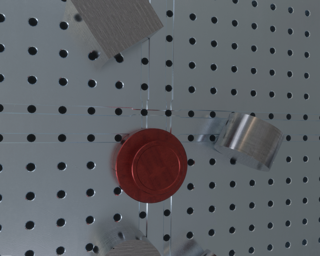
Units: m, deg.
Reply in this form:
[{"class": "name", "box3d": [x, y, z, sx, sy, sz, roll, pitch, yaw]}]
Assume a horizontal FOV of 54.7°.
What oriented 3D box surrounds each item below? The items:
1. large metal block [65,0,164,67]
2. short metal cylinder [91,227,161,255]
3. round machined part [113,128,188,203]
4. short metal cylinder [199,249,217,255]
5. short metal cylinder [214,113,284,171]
[{"class": "large metal block", "box3d": [-0.056, -0.134, 0.378, 0.080, 0.050, 0.080, -36, 102, -16]}, {"class": "short metal cylinder", "box3d": [-0.042, 0.170, 0.384, 0.081, 0.050, 0.079, 0, 90, -20]}, {"class": "round machined part", "box3d": [-0.009, 0.049, 0.400, 0.099, 0.042, 0.097, 0, 90, -20]}, {"class": "short metal cylinder", "box3d": [0.070, 0.210, 0.410, 0.050, 0.080, 0.080, -36, 102, -16]}, {"class": "short metal cylinder", "box3d": [0.122, 0.020, 0.429, 0.080, 0.080, 0.050, 30, 80, -18]}]
